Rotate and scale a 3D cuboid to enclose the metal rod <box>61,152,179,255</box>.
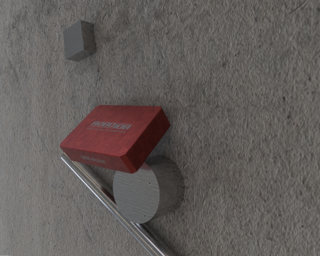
[{"bbox_3d":[-0.058,0.120,0.452,0.300,0.025,0.025,35,112,34],"label":"metal rod"}]

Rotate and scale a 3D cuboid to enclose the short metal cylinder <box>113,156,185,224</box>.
[{"bbox_3d":[-0.015,0.077,0.401,0.080,0.050,0.080,0,90,40],"label":"short metal cylinder"}]

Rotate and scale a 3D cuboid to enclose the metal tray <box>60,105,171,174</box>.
[{"bbox_3d":[-0.062,0.009,0.415,0.130,0.090,0.030,5,135,39],"label":"metal tray"}]

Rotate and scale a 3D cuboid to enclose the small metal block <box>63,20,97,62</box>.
[{"bbox_3d":[-0.134,-0.144,0.516,0.050,0.025,0.050,-13,82,39],"label":"small metal block"}]
